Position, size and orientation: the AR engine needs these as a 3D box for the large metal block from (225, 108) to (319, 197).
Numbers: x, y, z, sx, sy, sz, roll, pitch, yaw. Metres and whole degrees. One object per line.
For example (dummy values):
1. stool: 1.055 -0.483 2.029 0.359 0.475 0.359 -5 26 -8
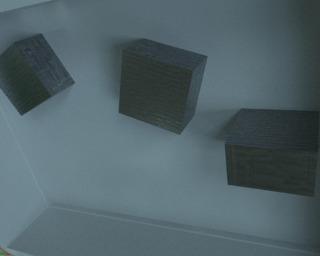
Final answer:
1. large metal block: 0.119 0.021 0.323 0.080 0.080 0.050 4 120 26

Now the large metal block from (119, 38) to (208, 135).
1. large metal block: 0.002 -0.049 0.360 0.080 0.050 0.079 20 126 16

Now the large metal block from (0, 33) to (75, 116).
1. large metal block: -0.184 -0.074 0.441 0.080 0.050 0.080 -22 107 36
